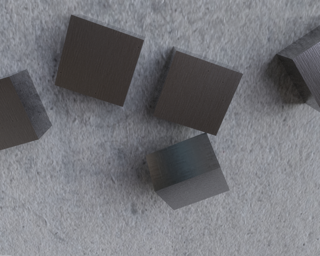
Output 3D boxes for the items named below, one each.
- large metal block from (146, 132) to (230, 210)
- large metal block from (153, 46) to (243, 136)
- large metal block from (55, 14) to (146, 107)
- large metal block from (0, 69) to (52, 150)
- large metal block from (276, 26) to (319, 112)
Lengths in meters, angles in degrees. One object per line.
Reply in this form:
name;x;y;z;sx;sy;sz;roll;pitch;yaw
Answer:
large metal block;0.038;0.059;0.399;0.080;0.050;0.080;-22;145;7
large metal block;0.043;-0.046;0.380;0.080;0.050;0.079;18;109;-7
large metal block;-0.068;-0.080;0.366;0.080;0.050;0.079;18;109;-7
large metal block;-0.196;-0.020;0.386;0.080;0.050;0.080;-16;110;5
large metal block;0.203;-0.076;0.371;0.080;0.050;0.080;-34;107;11
